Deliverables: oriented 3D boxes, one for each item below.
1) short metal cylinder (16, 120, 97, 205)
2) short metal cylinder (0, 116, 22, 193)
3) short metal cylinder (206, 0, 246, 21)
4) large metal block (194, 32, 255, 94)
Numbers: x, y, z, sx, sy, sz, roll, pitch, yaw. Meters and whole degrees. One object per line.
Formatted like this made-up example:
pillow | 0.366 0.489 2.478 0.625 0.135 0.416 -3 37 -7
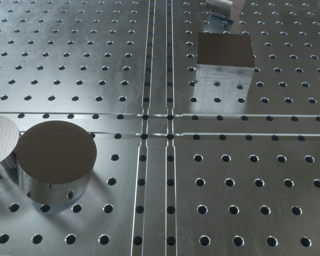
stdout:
short metal cylinder | -0.115 0.038 0.344 0.081 0.050 0.080 12 49 -14
short metal cylinder | -0.199 0.031 0.363 0.081 0.050 0.080 0 50 0
short metal cylinder | 0.127 -0.248 0.581 0.050 0.080 0.080 26 55 20
large metal block | 0.096 -0.101 0.477 0.080 0.050 0.080 4 50 3
